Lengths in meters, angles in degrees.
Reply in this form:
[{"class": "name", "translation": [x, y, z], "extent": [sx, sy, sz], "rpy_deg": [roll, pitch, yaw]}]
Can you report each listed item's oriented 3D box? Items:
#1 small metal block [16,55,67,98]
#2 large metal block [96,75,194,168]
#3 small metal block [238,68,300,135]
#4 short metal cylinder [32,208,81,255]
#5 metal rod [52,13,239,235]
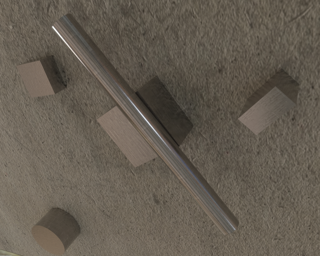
[{"class": "small metal block", "translation": [-0.172, -0.074, 0.449], "extent": [0.050, 0.025, 0.050], "rpy_deg": [-4, 117, 29]}, {"class": "large metal block", "translation": [-0.018, -0.007, 0.395], "extent": [0.080, 0.050, 0.080], "rpy_deg": [-29, 103, 37]}, {"class": "small metal block", "translation": [0.111, -0.027, 0.315], "extent": [0.025, 0.050, 0.050], "rpy_deg": [42, 129, -1]}, {"class": "short metal cylinder", "translation": [-0.210, 0.210, 0.628], "extent": [0.080, 0.050, 0.079], "rpy_deg": [13, 124, 20]}, {"class": "metal rod", "translation": [-0.009, 0.003, 0.347], "extent": [0.025, 0.025, 0.300], "rpy_deg": [-32, 101, 38]}]
